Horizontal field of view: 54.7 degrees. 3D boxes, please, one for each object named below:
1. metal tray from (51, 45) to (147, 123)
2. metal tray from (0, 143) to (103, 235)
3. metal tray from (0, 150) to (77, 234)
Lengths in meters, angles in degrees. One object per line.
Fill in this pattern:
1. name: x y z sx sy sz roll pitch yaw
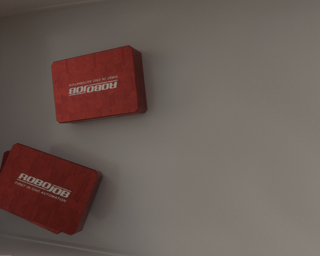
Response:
1. metal tray: -0.088 -0.058 0.439 0.130 0.030 0.089 -7 88 19
2. metal tray: -0.158 0.084 0.436 0.131 0.030 0.090 18 79 7
3. metal tray: -0.187 0.094 0.473 0.130 0.030 0.089 16 95 19
